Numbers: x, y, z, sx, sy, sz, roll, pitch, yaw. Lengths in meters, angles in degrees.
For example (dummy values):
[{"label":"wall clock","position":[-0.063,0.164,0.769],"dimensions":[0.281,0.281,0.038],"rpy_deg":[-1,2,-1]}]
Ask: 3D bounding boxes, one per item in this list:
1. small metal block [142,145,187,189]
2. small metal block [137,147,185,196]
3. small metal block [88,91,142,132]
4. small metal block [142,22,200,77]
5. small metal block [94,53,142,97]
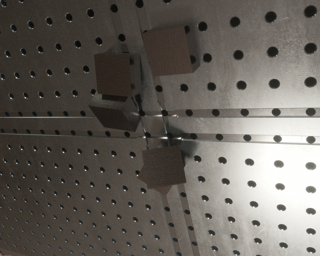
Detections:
[{"label":"small metal block","position":[0.005,0.052,0.411],"dimensions":[0.050,0.025,0.050],"rpy_deg":[-9,77,-3]},{"label":"small metal block","position":[0.001,0.063,0.449],"dimensions":[0.050,0.025,0.050],"rpy_deg":[32,129,6]},{"label":"small metal block","position":[-0.059,-0.022,0.414],"dimensions":[0.050,0.025,0.050],"rpy_deg":[8,149,24]},{"label":"small metal block","position":[0.014,-0.088,0.349],"dimensions":[0.050,0.025,0.050],"rpy_deg":[0,119,28]},{"label":"small metal block","position":[-0.053,-0.068,0.390],"dimensions":[0.050,0.025,0.050],"rpy_deg":[8,112,23]}]
